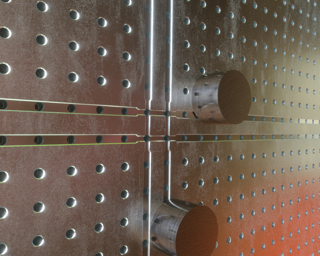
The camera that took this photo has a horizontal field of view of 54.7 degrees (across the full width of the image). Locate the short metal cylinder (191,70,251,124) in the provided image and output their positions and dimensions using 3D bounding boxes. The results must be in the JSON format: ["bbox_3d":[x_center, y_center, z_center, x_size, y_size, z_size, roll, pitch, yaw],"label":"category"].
[{"bbox_3d":[0.094,-0.045,0.471,0.081,0.050,0.079,0,90,-40],"label":"short metal cylinder"}]

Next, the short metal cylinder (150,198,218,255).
[{"bbox_3d":[0.034,0.141,0.421,0.081,0.050,0.079,0,90,-40],"label":"short metal cylinder"}]
